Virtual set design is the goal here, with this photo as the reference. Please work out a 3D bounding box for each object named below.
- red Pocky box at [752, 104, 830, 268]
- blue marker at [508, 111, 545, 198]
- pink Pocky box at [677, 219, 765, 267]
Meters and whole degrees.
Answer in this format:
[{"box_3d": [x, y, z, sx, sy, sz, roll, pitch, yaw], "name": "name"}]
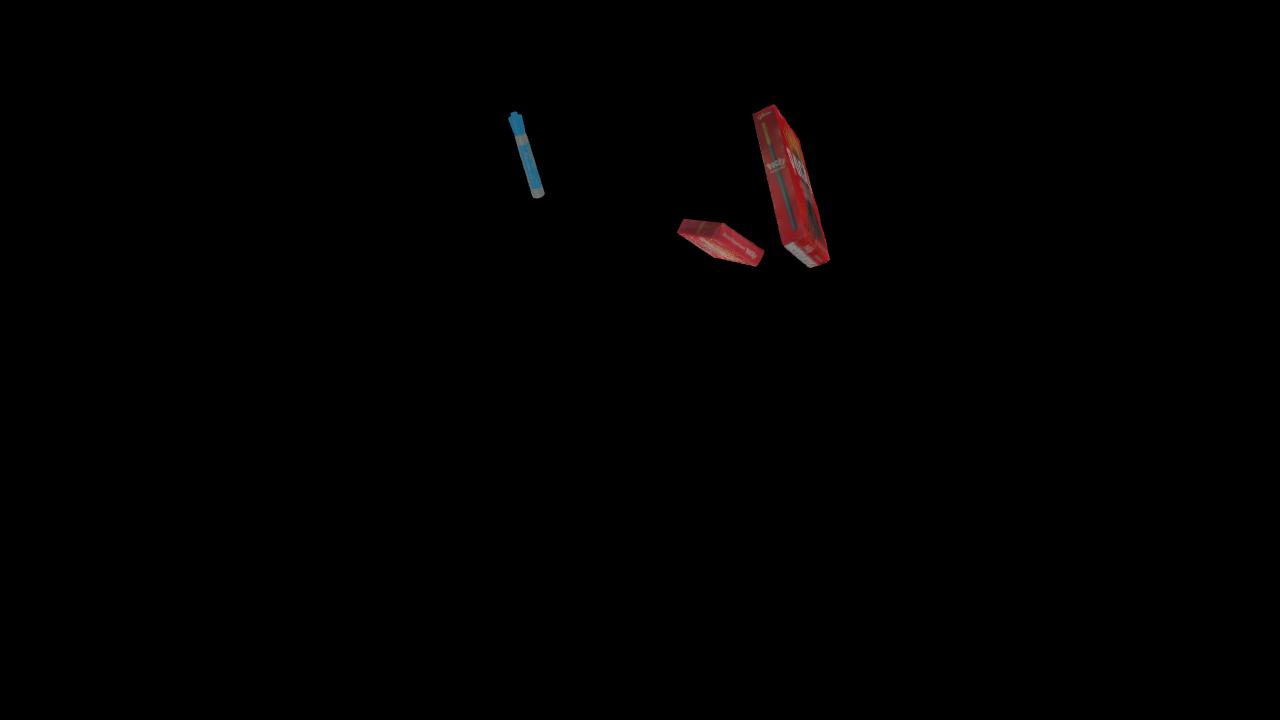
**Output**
[{"box_3d": [0.158, -0.180, 0.642, 0.028, 0.155, 0.083, -18, -18, 30], "name": "red Pocky box"}, {"box_3d": [-0.157, -0.284, 0.855, 0.020, 0.121, 0.020, -7, 41, 7], "name": "blue marker"}, {"box_3d": [0.121, -0.183, 0.952, 0.084, 0.029, 0.155, 28, 4, -23], "name": "pink Pocky box"}]
